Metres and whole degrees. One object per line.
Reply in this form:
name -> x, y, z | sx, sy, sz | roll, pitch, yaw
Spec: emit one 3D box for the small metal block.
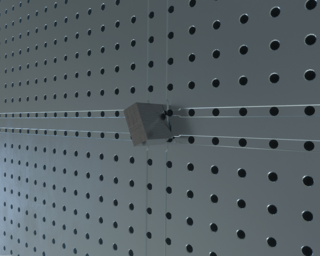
small metal block -> -0.015, -0.004, 0.406 | 0.025, 0.050, 0.050 | -28, 73, 36
